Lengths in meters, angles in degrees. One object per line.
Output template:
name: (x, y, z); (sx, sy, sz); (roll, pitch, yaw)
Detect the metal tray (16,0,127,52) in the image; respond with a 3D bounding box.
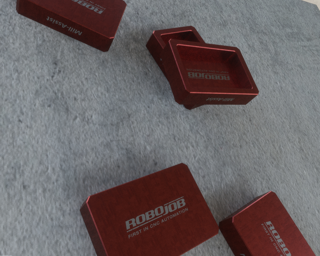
metal tray: (-0.121, -0.173, 0.442); (0.131, 0.030, 0.090); (22, 53, -15)

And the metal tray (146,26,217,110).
metal tray: (0.048, -0.099, 0.488); (0.091, 0.030, 0.130); (-21, 73, -36)

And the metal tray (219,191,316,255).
metal tray: (0.143, 0.155, 0.385); (0.091, 0.030, 0.130); (-19, 72, -36)

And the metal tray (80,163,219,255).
metal tray: (-0.008, 0.099, 0.337); (0.131, 0.030, 0.090); (-15, 70, -34)

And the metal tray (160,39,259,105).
metal tray: (0.073, -0.079, 0.451); (0.131, 0.030, 0.090); (-2, 63, -30)
